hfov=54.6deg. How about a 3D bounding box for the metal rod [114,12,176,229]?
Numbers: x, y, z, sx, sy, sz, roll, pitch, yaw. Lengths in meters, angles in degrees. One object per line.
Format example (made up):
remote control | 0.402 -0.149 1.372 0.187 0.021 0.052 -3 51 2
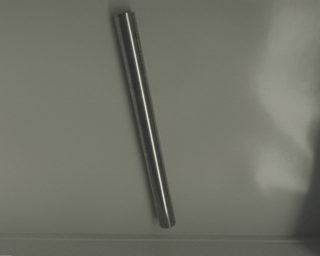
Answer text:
metal rod | -0.015 0.004 0.412 0.025 0.025 0.298 -10 110 3
